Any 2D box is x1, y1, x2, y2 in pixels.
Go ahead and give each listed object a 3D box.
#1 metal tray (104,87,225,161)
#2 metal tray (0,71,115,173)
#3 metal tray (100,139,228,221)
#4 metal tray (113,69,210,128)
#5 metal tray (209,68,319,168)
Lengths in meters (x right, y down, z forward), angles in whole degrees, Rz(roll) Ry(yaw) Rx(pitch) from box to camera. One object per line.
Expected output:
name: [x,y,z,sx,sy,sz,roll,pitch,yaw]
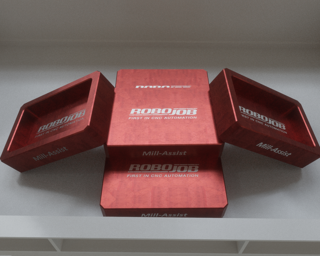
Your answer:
metal tray: [0.004,-0.007,0.366,0.131,0.030,0.090,-1,50,-1]
metal tray: [-0.119,-0.007,0.365,0.130,0.030,0.090,-18,47,23]
metal tray: [0.004,0.056,0.351,0.131,0.030,0.090,0,50,-1]
metal tray: [0.004,-0.043,0.434,0.131,0.030,0.090,0,50,-1]
metal tray: [0.125,-0.011,0.369,0.131,0.030,0.090,18,46,-23]
